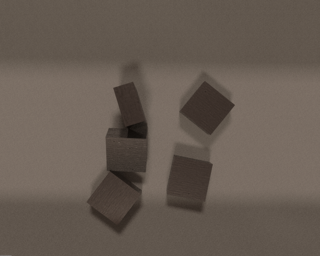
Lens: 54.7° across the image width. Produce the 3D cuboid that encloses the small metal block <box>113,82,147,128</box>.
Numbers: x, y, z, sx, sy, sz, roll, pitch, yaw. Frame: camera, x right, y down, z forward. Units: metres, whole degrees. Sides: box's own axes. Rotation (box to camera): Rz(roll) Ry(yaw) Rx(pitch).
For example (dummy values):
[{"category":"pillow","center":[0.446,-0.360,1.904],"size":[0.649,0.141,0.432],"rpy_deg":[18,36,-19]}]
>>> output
[{"category":"small metal block","center":[-0.037,-0.027,0.396],"size":[0.025,0.050,0.050],"rpy_deg":[-18,85,-1]}]

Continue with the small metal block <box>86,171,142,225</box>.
[{"category":"small metal block","center":[-0.060,0.090,0.411],"size":[0.050,0.025,0.050],"rpy_deg":[37,90,-1]}]

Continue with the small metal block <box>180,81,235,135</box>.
[{"category":"small metal block","center":[0.062,-0.026,0.412],"size":[0.050,0.025,0.050],"rpy_deg":[39,90,-1]}]

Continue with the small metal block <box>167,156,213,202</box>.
[{"category":"small metal block","center":[0.039,0.066,0.412],"size":[0.050,0.025,0.050],"rpy_deg":[12,90,-1]}]

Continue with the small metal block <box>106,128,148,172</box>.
[{"category":"small metal block","center":[-0.042,0.029,0.401],"size":[0.050,0.025,0.050],"rpy_deg":[3,117,-1]}]
